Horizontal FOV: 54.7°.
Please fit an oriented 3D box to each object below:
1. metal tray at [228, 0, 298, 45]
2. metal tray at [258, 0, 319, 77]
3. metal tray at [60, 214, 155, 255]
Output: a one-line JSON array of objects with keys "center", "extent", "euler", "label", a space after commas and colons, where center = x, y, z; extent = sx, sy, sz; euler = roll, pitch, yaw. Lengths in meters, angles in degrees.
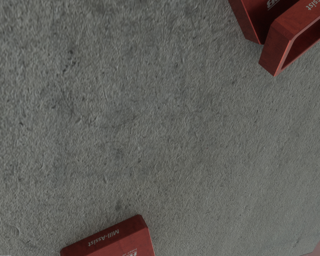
[{"center": [0.147, -0.177, 0.374], "extent": [0.130, 0.030, 0.090], "euler": [-41, 130, 0], "label": "metal tray"}, {"center": [0.189, -0.132, 0.391], "extent": [0.130, 0.030, 0.090], "euler": [-38, 160, -8], "label": "metal tray"}, {"center": [-0.077, 0.199, 0.485], "extent": [0.131, 0.030, 0.089], "euler": [-21, 127, -16], "label": "metal tray"}]
